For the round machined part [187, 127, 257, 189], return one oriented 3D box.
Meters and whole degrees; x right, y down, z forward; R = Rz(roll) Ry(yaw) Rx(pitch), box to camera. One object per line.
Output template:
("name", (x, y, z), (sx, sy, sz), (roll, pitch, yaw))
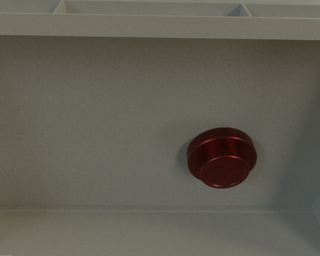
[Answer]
("round machined part", (0.089, 0.049, 0.441), (0.099, 0.042, 0.097), (-1, 130, 0))
